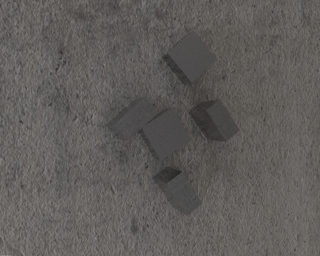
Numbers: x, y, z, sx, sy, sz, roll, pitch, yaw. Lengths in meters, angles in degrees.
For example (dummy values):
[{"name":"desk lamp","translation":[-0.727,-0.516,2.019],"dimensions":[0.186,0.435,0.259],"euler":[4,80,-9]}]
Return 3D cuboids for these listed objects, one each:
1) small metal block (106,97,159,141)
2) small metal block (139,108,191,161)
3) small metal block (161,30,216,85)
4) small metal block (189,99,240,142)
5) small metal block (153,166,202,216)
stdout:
[{"name":"small metal block","translation":[-0.035,-0.011,0.382],"dimensions":[0.050,0.050,0.025],"euler":[-43,104,-15]},{"name":"small metal block","translation":[0.005,0.008,0.411],"dimensions":[0.050,0.025,0.050],"euler":[-33,101,-17]},{"name":"small metal block","translation":[0.039,-0.095,0.423],"dimensions":[0.050,0.025,0.050],"euler":[-44,104,-15]},{"name":"small metal block","translation":[0.073,-0.010,0.423],"dimensions":[0.025,0.050,0.050],"euler":[-39,103,-16]},{"name":"small metal block","translation":[0.022,0.081,0.404],"dimensions":[0.025,0.050,0.050],"euler":[-35,102,-16]}]
